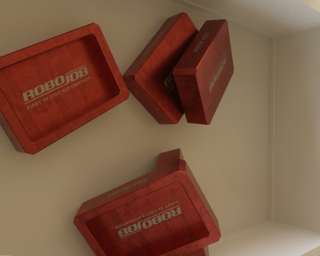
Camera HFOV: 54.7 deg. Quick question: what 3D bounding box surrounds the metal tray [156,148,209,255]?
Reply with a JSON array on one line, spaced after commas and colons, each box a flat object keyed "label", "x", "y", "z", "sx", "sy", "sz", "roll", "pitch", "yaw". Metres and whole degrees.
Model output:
[{"label": "metal tray", "x": 0.030, "y": 0.102, "z": 0.395, "sx": 0.090, "sy": 0.030, "sz": 0.129, "roll": -77, "pitch": 150, "yaw": -72}]

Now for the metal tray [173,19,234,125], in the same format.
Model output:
[{"label": "metal tray", "x": 0.066, "y": -0.078, "z": 0.426, "sx": 0.130, "sy": 0.030, "sz": 0.090, "roll": -59, "pitch": 143, "yaw": -37}]

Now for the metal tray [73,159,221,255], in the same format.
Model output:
[{"label": "metal tray", "x": -0.013, "y": 0.100, "z": 0.333, "sx": 0.090, "sy": 0.130, "sz": 0.030, "roll": 62, "pitch": 10, "yaw": -14}]

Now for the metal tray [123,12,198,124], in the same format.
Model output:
[{"label": "metal tray", "x": 0.018, "y": -0.080, "z": 0.420, "sx": 0.090, "sy": 0.030, "sz": 0.130, "roll": 48, "pitch": 61, "yaw": -30}]

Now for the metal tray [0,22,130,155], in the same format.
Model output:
[{"label": "metal tray", "x": -0.103, "y": -0.043, "z": 0.317, "sx": 0.131, "sy": 0.030, "sz": 0.090, "roll": -36, "pitch": 113, "yaw": -34}]
